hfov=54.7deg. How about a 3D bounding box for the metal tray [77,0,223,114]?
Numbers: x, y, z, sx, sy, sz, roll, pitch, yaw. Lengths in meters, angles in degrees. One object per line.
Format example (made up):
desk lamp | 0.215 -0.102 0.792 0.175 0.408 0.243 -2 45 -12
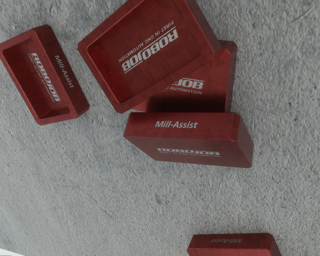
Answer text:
metal tray | -0.015 -0.082 0.320 0.130 0.030 0.090 -27 97 32

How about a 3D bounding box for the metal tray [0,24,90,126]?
metal tray | -0.169 -0.071 0.448 0.090 0.030 0.129 -9 114 32

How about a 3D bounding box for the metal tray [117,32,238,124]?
metal tray | 0.017 -0.058 0.359 0.130 0.030 0.089 12 124 21

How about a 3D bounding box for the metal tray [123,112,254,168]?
metal tray | 0.035 0.015 0.363 0.130 0.030 0.090 2 157 27

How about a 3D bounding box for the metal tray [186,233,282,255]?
metal tray | 0.117 0.204 0.468 0.130 0.030 0.090 -15 111 34
